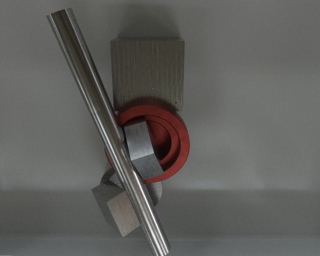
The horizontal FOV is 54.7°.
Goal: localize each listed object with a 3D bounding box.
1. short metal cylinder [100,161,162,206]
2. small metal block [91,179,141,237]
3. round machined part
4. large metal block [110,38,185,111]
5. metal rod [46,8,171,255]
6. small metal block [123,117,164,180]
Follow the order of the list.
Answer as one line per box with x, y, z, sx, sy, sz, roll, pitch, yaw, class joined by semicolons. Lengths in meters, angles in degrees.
-0.038;0.071;0.423;0.081;0.050;0.079;0;110;-1;short metal cylinder
-0.054;0.096;0.375;0.025;0.050;0.050;-29;111;-25;small metal block
-0.015;0.014;0.374;0.099;0.042;0.097;0;110;-1;round machined part
-0.014;-0.065;0.371;0.081;0.050;0.079;0;110;-1;large metal block
-0.047;0.022;0.343;0.025;0.025;0.298;-18;109;6;metal rod
-0.018;0.024;0.354;0.025;0.050;0.050;-19;144;3;small metal block
